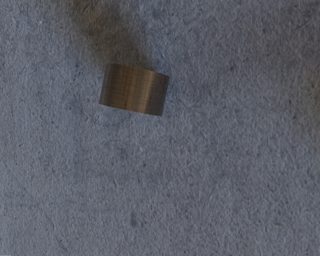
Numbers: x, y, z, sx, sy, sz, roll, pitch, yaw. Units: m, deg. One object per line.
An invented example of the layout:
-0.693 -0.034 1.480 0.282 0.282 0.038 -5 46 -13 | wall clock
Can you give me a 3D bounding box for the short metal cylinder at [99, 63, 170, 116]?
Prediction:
-0.032 -0.047 0.390 0.080 0.080 0.050 13 95 19 | short metal cylinder
